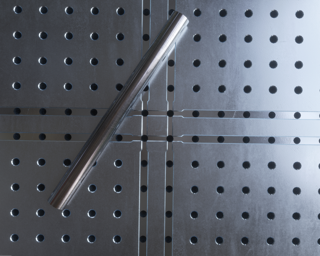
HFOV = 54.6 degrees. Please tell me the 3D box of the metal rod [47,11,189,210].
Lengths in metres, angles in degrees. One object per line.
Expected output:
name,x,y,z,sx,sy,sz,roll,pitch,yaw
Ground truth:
metal rod,-0.055,-0.023,0.412,0.025,0.025,0.299,34,90,0
